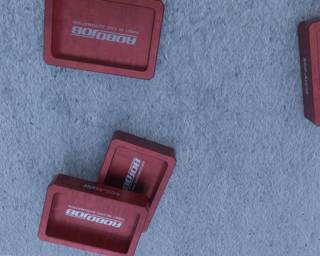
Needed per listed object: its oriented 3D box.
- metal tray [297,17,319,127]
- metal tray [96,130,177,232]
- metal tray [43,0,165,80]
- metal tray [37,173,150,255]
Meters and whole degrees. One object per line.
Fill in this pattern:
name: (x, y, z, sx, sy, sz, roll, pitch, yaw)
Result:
metal tray: (0.225, -0.074, 0.381, 0.090, 0.030, 0.129, -13, 110, 4)
metal tray: (-0.041, 0.077, 0.434, 0.091, 0.030, 0.129, 19, 109, -7)
metal tray: (-0.065, -0.112, 0.364, 0.131, 0.030, 0.089, 8, 110, -3)
metal tray: (-0.089, 0.121, 0.418, 0.131, 0.030, 0.089, 16, 109, -6)
